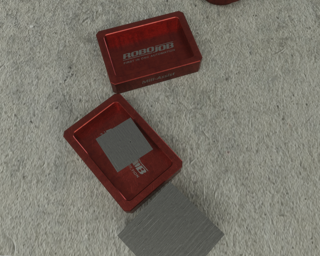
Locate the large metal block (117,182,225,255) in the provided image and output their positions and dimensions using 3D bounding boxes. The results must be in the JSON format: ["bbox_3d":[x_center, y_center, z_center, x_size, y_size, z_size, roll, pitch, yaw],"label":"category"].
[{"bbox_3d":[0.012,0.121,0.351,0.080,0.050,0.080,43,75,13],"label":"large metal block"}]

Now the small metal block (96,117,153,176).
[{"bbox_3d":[-0.043,0.024,0.385,0.050,0.025,0.050,-33,74,-12],"label":"small metal block"}]

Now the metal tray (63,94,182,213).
[{"bbox_3d":[-0.047,0.030,0.393,0.090,0.030,0.130,-39,75,-14],"label":"metal tray"}]

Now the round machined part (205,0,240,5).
[{"bbox_3d":[0.097,-0.234,0.486,0.099,0.042,0.098,0,70,-1],"label":"round machined part"}]

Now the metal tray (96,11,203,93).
[{"bbox_3d":[-0.016,-0.110,0.445,0.131,0.030,0.090,-17,71,-7],"label":"metal tray"}]
